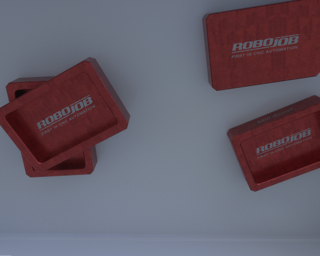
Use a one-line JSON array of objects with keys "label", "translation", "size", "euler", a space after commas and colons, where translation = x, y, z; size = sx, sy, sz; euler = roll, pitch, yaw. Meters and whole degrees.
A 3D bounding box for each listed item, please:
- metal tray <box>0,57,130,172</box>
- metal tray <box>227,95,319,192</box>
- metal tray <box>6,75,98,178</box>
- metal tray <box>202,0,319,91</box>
[{"label": "metal tray", "translation": [-0.113, -0.014, 0.369], "size": [0.130, 0.030, 0.090], "euler": [-27, 108, 9]}, {"label": "metal tray", "translation": [0.168, 0.022, 0.419], "size": [0.130, 0.030, 0.090], "euler": [-23, 109, 7]}, {"label": "metal tray", "translation": [-0.137, -0.001, 0.406], "size": [0.091, 0.030, 0.129], "euler": [-3, 110, 0]}, {"label": "metal tray", "translation": [0.122, -0.100, 0.374], "size": [0.131, 0.030, 0.089], "euler": [-8, 110, 2]}]
